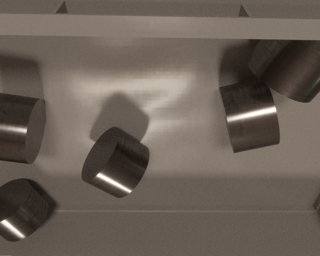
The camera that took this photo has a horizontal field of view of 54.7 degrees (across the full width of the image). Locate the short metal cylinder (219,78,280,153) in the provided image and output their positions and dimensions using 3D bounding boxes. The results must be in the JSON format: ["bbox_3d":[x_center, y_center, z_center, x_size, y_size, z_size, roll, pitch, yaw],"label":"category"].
[{"bbox_3d":[0.103,-0.015,0.362,0.050,0.080,0.080,-13,129,10],"label":"short metal cylinder"}]

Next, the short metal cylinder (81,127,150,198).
[{"bbox_3d":[-0.059,0.045,0.411,0.050,0.080,0.080,35,122,-26],"label":"short metal cylinder"}]

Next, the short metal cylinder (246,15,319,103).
[{"bbox_3d":[0.137,-0.071,0.315,0.081,0.080,0.050,18,128,-15],"label":"short metal cylinder"}]

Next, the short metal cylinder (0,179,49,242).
[{"bbox_3d":[-0.222,0.125,0.477,0.080,0.080,0.050,-15,129,12],"label":"short metal cylinder"}]

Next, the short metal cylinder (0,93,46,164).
[{"bbox_3d":[-0.174,0.001,0.371,0.050,0.080,0.079,8,130,-8],"label":"short metal cylinder"}]
